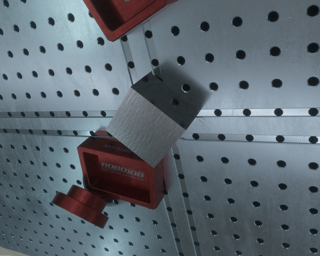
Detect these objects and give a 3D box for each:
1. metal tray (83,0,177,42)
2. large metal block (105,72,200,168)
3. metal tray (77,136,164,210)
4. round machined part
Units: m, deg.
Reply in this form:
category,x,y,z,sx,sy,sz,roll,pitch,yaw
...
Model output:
category,x,y,z,sx,sy,sz,roll,pitch,yaw
metal tray,-0.052,-0.171,0.329,0.090,0.030,0.130,-22,107,36
large metal block,-0.010,-0.009,0.395,0.080,0.050,0.080,38,129,2
metal tray,-0.060,0.069,0.482,0.130,0.030,0.089,11,123,22
round machined part,-0.131,0.131,0.532,0.098,0.042,0.098,24,159,10
